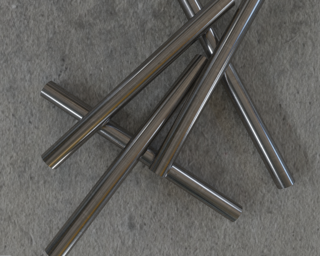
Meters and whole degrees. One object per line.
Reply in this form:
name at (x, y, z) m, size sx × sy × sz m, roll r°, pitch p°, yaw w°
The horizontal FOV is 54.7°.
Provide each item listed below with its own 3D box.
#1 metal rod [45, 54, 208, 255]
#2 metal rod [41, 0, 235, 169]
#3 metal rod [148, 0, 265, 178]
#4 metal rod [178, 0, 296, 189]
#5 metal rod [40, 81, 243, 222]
metal rod at (-0.032, 0.029, 0.382) m, size 0.025 × 0.025 × 0.300 m, roll 37°, pitch 80°, yaw 0°
metal rod at (-0.026, -0.060, 0.383) m, size 0.300 × 0.025 × 0.025 m, roll -43°, pitch 91°, yaw -1°
metal rod at (0.069, -0.075, 0.384) m, size 0.025 × 0.025 × 0.299 m, roll 29°, pitch 90°, yaw -1°
metal rod at (0.098, -0.057, 0.411) m, size 0.025 × 0.025 × 0.299 m, roll -28°, pitch 90°, yaw 0°
metal rod at (-0.023, 0.031, 0.409) m, size 0.301 × 0.025 × 0.025 m, roll 33°, pitch 90°, yaw -1°
